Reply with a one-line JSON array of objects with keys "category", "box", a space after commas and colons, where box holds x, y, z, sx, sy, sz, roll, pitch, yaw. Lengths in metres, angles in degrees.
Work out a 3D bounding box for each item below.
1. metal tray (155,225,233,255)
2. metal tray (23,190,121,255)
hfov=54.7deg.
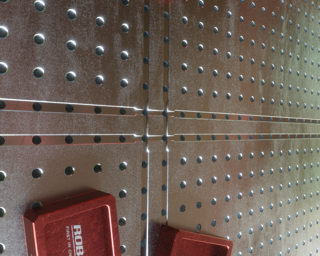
[{"category": "metal tray", "box": [0.048, 0.198, 0.449, 0.131, 0.030, 0.090, 25, 74, -37]}, {"category": "metal tray", "box": [-0.088, 0.142, 0.333, 0.091, 0.030, 0.129, -9, 96, -40]}]
